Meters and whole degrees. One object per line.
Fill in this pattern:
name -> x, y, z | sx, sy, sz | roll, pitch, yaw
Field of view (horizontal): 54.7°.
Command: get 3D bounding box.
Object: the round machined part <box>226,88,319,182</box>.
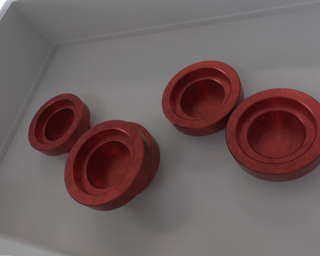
round machined part -> 0.122, 0.010, 0.324 | 0.098, 0.042, 0.098 | -13, 56, 21

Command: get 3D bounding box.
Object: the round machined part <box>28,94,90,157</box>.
round machined part -> -0.147, -0.001, 0.473 | 0.098, 0.042, 0.098 | -13, 56, 21

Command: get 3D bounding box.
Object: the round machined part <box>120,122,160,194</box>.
round machined part -> -0.044, 0.045, 0.391 | 0.098, 0.042, 0.098 | -13, 56, 21

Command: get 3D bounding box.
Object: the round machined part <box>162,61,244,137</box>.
round machined part -> 0.055, -0.032, 0.386 | 0.098, 0.042, 0.098 | -13, 56, 21

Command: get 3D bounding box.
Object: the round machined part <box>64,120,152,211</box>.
round machined part -> -0.052, 0.043, 0.342 | 0.098, 0.042, 0.098 | -13, 57, 21
